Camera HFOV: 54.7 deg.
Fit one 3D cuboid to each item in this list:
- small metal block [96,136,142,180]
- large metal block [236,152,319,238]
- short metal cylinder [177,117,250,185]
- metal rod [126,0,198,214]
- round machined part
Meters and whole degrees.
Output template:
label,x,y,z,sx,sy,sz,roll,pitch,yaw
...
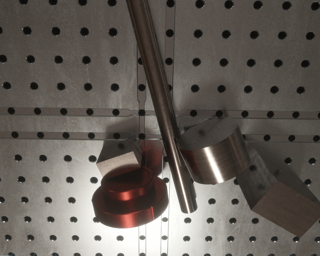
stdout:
label,x,y,z,sx,sy,sz,roll,pitch,yaw
small metal block,-0.053,0.039,0.414,0.050,0.050,0.025,-19,109,6
large metal block,0.159,0.087,0.419,0.080,0.080,0.050,31,107,-11
short metal cylinder,0.068,0.027,0.395,0.080,0.080,0.050,-22,109,7
metal rod,0.008,-0.017,0.407,0.025,0.025,0.298,-13,110,4
round machined part,-0.040,0.083,0.404,0.099,0.098,0.042,-6,110,2
